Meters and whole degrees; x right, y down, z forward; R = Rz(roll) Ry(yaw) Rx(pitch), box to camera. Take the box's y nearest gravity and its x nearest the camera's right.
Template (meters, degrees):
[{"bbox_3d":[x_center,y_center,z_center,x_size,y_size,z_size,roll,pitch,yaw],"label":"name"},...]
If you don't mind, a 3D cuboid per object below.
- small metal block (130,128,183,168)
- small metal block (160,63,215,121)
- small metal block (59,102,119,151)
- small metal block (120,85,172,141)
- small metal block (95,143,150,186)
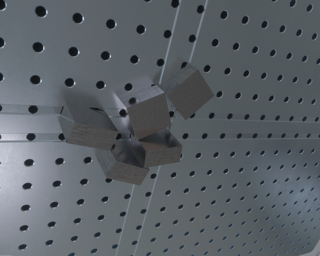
[{"bbox_3d":[-0.006,0.024,0.406,0.050,0.050,0.025,-7,121,-25],"label":"small metal block"},{"bbox_3d":[0.035,-0.047,0.401,0.050,0.025,0.050,-41,129,0],"label":"small metal block"},{"bbox_3d":[-0.081,-0.002,0.349,0.050,0.050,0.025,14,111,-34],"label":"small metal block"},{"bbox_3d":[-0.017,-0.019,0.389,0.050,0.025,0.050,-24,127,-14],"label":"small metal block"},{"bbox_3d":[-0.048,0.044,0.395,0.050,0.050,0.025,21,107,-36],"label":"small metal block"}]
